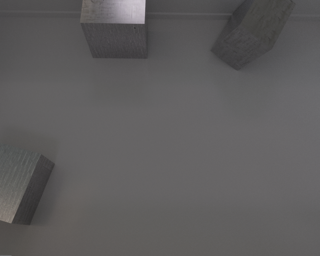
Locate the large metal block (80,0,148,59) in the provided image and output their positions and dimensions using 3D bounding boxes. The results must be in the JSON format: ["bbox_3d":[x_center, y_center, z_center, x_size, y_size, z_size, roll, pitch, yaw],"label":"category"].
[{"bbox_3d":[-0.059,-0.140,0.431,0.080,0.080,0.050,1,70,0],"label":"large metal block"}]

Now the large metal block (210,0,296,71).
[{"bbox_3d":[0.125,-0.137,0.425,0.050,0.080,0.080,34,73,-9],"label":"large metal block"}]

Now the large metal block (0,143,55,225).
[{"bbox_3d":[-0.187,0.064,0.371,0.080,0.050,0.080,15,71,5],"label":"large metal block"}]
